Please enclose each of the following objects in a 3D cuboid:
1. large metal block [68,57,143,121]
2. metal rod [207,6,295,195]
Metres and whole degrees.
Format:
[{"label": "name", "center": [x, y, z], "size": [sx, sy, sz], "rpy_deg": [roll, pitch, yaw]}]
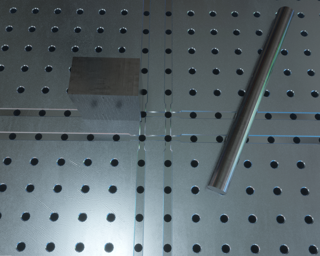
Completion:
[{"label": "large metal block", "center": [-0.065, -0.048, 0.399], "size": [0.081, 0.080, 0.050], "rpy_deg": [1, 70, 0]}, {"label": "metal rod", "center": [0.133, -0.051, 0.431], "size": [0.025, 0.025, 0.300], "rpy_deg": [23, 71, 8]}]
